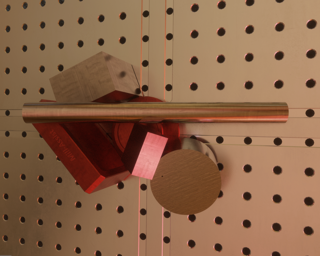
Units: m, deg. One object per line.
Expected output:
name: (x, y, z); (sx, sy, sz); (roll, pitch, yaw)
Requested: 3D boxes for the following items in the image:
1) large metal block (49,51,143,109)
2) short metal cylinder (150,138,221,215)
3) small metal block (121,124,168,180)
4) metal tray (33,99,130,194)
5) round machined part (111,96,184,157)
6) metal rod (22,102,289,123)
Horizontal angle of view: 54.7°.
large metal block: (-0.081, -0.053, 0.409); (0.080, 0.080, 0.050); (-22, 83, 18)
short metal cylinder: (0.031, 0.057, 0.375); (0.080, 0.050, 0.079); (1, 102, 4)
small metal block: (-0.020, 0.025, 0.359); (0.025, 0.050, 0.050); (19, 96, -24)
metal tray: (-0.102, 0.021, 0.412); (0.030, 0.090, 0.130); (-45, 76, 14)
round machined part: (-0.021, 0.006, 0.413); (0.098, 0.042, 0.097); (0, 90, 19)
metal rod: (-0.005, -0.018, 0.363); (0.302, 0.025, 0.025); (0, 90, 0)
